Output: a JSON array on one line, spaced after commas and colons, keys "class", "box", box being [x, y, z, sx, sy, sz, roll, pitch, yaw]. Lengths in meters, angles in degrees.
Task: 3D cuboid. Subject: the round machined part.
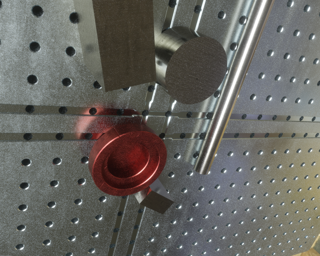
[{"class": "round machined part", "box": [-0.044, 0.036, 0.400, 0.099, 0.042, 0.097, -14, 125, -21]}]

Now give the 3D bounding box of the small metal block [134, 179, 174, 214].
[{"class": "small metal block", "box": [-0.014, 0.091, 0.446, 0.025, 0.050, 0.050, -49, 129, 6]}]

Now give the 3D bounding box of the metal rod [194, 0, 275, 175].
[{"class": "metal rod", "box": [0.103, -0.064, 0.429, 0.025, 0.025, 0.298, 1, 118, -30]}]

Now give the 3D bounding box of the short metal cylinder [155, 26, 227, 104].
[{"class": "short metal cylinder", "box": [0.031, -0.075, 0.368, 0.081, 0.050, 0.079, -14, 124, -21]}]

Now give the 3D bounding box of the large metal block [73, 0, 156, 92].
[{"class": "large metal block", "box": [-0.045, -0.091, 0.296, 0.050, 0.080, 0.079, -16, 125, -20]}]
